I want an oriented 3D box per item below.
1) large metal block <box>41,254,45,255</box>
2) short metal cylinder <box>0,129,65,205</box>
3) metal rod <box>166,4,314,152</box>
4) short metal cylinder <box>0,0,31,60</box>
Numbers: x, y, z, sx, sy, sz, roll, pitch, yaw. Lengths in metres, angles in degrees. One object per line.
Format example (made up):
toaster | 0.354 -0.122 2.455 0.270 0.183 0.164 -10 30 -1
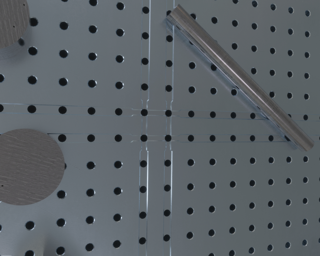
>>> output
large metal block | -0.121 0.199 0.339 0.050 0.080 0.080 -42 103 -15
short metal cylinder | -0.149 0.040 0.344 0.081 0.050 0.080 0 90 -20
metal rod | 0.127 -0.065 0.459 0.300 0.025 0.025 40 77 -16
short metal cylinder | -0.182 -0.118 0.332 0.081 0.050 0.080 0 90 -20
